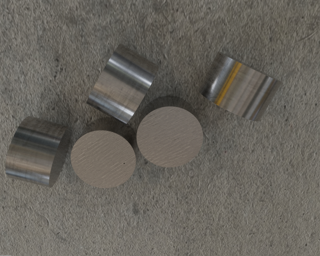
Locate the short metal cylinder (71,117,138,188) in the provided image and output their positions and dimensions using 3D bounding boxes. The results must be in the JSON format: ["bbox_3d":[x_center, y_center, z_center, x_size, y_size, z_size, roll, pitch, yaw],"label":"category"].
[{"bbox_3d":[-0.070,0.031,0.407,0.081,0.050,0.079,0,110,0],"label":"short metal cylinder"}]

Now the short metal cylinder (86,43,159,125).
[{"bbox_3d":[-0.043,-0.050,0.361,0.050,0.080,0.080,30,107,-10],"label":"short metal cylinder"}]

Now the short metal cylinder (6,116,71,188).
[{"bbox_3d":[-0.150,0.030,0.390,0.050,0.080,0.079,16,109,-6],"label":"short metal cylinder"}]

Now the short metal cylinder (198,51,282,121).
[{"bbox_3d":[0.093,-0.049,0.363,0.080,0.080,0.050,23,109,-8],"label":"short metal cylinder"}]

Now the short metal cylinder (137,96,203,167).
[{"bbox_3d":[0.012,0.003,0.398,0.081,0.050,0.079,0,110,0],"label":"short metal cylinder"}]
